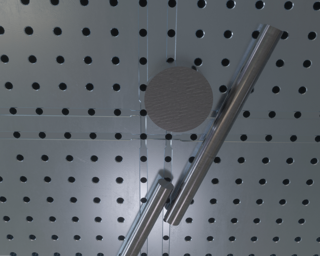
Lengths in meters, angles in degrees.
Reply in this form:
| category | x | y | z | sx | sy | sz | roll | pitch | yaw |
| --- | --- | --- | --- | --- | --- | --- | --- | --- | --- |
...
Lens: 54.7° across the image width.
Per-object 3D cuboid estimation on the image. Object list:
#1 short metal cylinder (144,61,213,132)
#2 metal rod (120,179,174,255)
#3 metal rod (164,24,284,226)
| category | x | y | z | sx | sy | sz | roll | pitch | yaw |
| --- | --- | --- | --- | --- | --- | --- | --- | --- | --- |
| short metal cylinder | 0.022 | -0.041 | 0.385 | 0.081 | 0.050 | 0.079 | 0 | 110 | 0 |
| metal rod | -0.053 | 0.208 | 0.489 | 0.025 | 0.025 | 0.298 | 23 | 108 | -8 |
| metal rod | 0.077 | 0.009 | 0.417 | 0.025 | 0.025 | 0.298 | 22 | 109 | -8 |
